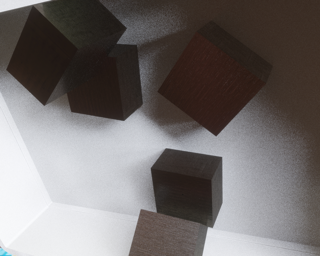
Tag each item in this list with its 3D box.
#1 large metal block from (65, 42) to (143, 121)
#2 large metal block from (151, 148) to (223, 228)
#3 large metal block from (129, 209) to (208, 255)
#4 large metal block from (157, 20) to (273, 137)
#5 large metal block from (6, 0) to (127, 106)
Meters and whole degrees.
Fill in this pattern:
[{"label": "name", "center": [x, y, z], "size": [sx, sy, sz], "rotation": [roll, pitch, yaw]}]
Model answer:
[{"label": "large metal block", "center": [-0.072, -0.061, 0.391], "size": [0.080, 0.050, 0.079], "rotation": [10, 123, 22]}, {"label": "large metal block", "center": [0.039, 0.079, 0.420], "size": [0.080, 0.050, 0.079], "rotation": [7, 122, 24]}, {"label": "large metal block", "center": [0.010, 0.156, 0.398], "size": [0.080, 0.080, 0.050], "rotation": [7, 161, 22]}, {"label": "large metal block", "center": [0.057, -0.052, 0.329], "size": [0.080, 0.050, 0.080], "rotation": [38, 129, 2]}, {"label": "large metal block", "center": [-0.091, -0.079, 0.307], "size": [0.050, 0.080, 0.080], "rotation": [45, 128, -3]}]
